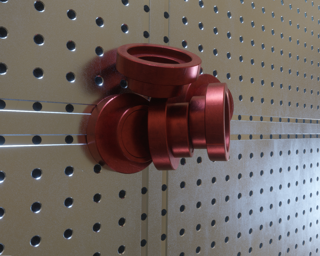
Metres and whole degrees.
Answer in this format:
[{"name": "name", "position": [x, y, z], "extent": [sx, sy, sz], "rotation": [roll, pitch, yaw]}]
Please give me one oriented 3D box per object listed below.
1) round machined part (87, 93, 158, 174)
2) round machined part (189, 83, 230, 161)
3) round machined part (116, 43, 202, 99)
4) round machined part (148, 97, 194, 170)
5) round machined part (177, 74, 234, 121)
[{"name": "round machined part", "position": [-0.034, 0.006, 0.372], "extent": [0.099, 0.042, 0.097], "rotation": [0, 90, -40]}, {"name": "round machined part", "position": [0.063, -0.007, 0.391], "extent": [0.098, 0.042, 0.097], "rotation": [-2, 91, -73]}, {"name": "round machined part", "position": [-0.003, -0.067, 0.367], "extent": [0.099, 0.098, 0.042], "rotation": [-16, 126, -39]}, {"name": "round machined part", "position": [0.018, 0.003, 0.384], "extent": [0.098, 0.042, 0.097], "rotation": [-4, 91, -77]}, {"name": "round machined part", "position": [0.073, -0.032, 0.461], "extent": [0.099, 0.042, 0.097], "rotation": [0, 90, -40]}]
